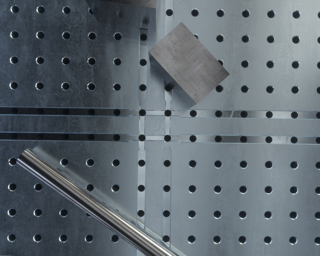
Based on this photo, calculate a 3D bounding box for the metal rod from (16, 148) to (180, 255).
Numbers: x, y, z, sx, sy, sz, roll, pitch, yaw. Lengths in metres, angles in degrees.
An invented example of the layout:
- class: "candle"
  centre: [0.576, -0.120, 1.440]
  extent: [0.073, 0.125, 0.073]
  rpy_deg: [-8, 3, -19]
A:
- class: "metal rod"
  centre: [-0.059, 0.124, 0.412]
  extent: [0.301, 0.025, 0.025]
  rpy_deg: [36, 90, -1]

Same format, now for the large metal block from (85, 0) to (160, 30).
- class: "large metal block"
  centre: [-0.041, -0.164, 0.385]
  extent: [0.081, 0.080, 0.050]
  rpy_deg: [8, 90, -1]

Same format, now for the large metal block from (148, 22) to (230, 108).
- class: "large metal block"
  centre: [0.033, -0.073, 0.386]
  extent: [0.050, 0.080, 0.080]
  rpy_deg: [-43, 91, 0]
